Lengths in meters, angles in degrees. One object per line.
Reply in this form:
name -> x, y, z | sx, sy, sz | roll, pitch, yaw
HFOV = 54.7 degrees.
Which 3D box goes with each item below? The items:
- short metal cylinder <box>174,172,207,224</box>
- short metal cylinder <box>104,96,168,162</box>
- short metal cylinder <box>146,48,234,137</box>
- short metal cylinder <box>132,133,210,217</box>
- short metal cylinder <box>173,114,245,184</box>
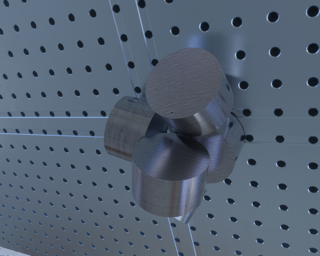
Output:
short metal cylinder -> 0.015, 0.084, 0.412 | 0.080, 0.050, 0.080 | 31, 171, 6
short metal cylinder -> -0.027, 0.004, 0.392 | 0.050, 0.080, 0.079 | 17, 125, 18
short metal cylinder -> 0.032, -0.037, 0.327 | 0.080, 0.080, 0.050 | 2, 159, 27
short metal cylinder -> 0.010, 0.048, 0.334 | 0.080, 0.080, 0.050 | 16, 125, 19
short metal cylinder -> 0.057, 0.020, 0.376 | 0.080, 0.050, 0.079 | 13, 123, 21
